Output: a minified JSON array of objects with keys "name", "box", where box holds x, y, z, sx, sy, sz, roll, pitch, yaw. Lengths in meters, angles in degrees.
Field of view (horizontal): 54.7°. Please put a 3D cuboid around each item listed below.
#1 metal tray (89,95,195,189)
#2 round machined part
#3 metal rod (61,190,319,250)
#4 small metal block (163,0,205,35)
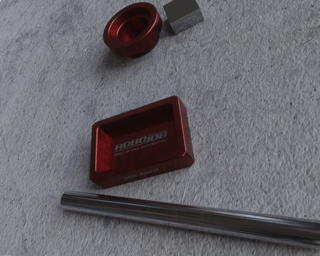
[{"name":"metal tray","box":[-0.027,0.019,0.401,0.130,0.030,0.090,-17,55,17]},{"name":"round machined part","box":[-0.040,-0.155,0.507,0.098,0.042,0.098,-13,56,20]},{"name":"metal rod","box":[0.012,0.094,0.338,0.300,0.025,0.025,0,62,27]},{"name":"small metal block","box":[0.037,-0.184,0.496,0.050,0.025,0.050,-25,53,12]}]
